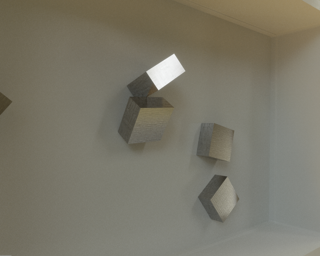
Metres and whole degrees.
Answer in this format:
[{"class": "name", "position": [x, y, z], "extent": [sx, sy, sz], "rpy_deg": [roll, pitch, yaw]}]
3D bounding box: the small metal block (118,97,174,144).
[{"class": "small metal block", "position": [-0.017, -0.010, 0.376], "extent": [0.050, 0.025, 0.050], "rpy_deg": [-4, 127, -40]}]

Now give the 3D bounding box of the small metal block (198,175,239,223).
[{"class": "small metal block", "position": [0.093, 0.110, 0.484], "extent": [0.050, 0.025, 0.050], "rpy_deg": [-45, 117, -31]}]

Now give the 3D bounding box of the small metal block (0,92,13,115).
[{"class": "small metal block", "position": [-0.168, -0.020, 0.266], "extent": [0.050, 0.025, 0.050], "rpy_deg": [46, 62, -30]}]

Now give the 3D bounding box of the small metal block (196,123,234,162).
[{"class": "small metal block", "position": [0.086, 0.022, 0.479], "extent": [0.050, 0.025, 0.050], "rpy_deg": [17, 79, -39]}]

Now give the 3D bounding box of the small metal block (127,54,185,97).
[{"class": "small metal block", "position": [-0.005, -0.061, 0.382], "extent": [0.050, 0.050, 0.025], "rpy_deg": [-39, 100, -33]}]
